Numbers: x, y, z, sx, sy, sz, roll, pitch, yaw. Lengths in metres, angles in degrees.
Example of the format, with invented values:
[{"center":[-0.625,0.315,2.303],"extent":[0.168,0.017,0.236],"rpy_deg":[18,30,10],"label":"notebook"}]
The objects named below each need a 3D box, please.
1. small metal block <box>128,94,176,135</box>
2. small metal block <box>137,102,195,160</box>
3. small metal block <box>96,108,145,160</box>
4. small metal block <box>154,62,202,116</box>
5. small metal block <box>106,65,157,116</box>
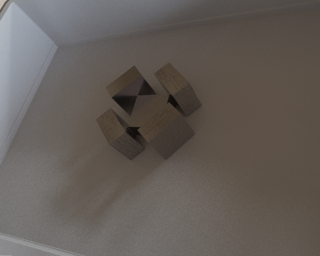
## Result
[{"center":[-0.010,-0.017,0.419],"extent":[0.050,0.025,0.050],"rpy_deg":[1,62,28],"label":"small metal block"},{"center":[0.009,0.005,0.379],"extent":[0.050,0.050,0.025],"rpy_deg":[-42,52,-1],"label":"small metal block"},{"center":[-0.052,0.008,0.410],"extent":[0.025,0.050,0.050],"rpy_deg":[-39,51,3],"label":"small metal block"},{"center":[0.024,-0.050,0.405],"extent":[0.025,0.050,0.050],"rpy_deg":[-38,52,2],"label":"small metal block"},{"center":[-0.039,-0.052,0.439],"extent":[0.050,0.050,0.025],"rpy_deg":[-37,50,5],"label":"small metal block"}]
